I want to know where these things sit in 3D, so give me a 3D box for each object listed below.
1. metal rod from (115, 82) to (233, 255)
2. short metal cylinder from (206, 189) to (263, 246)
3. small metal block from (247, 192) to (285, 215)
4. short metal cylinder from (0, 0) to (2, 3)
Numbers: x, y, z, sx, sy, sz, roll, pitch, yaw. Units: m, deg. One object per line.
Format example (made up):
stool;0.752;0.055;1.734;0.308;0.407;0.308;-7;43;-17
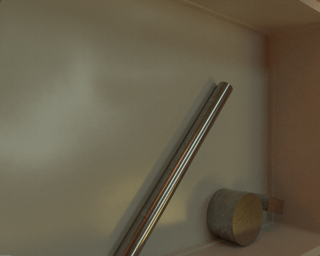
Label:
metal rod;0.030;0.048;0.434;0.025;0.025;0.300;49;61;-30
short metal cylinder;0.120;0.140;0.494;0.081;0.050;0.079;0;90;-40
small metal block;0.182;0.133;0.547;0.050;0.050;0.025;22;76;-38
short metal cylinder;-0.171;-0.124;0.248;0.081;0.050;0.079;0;90;-40
